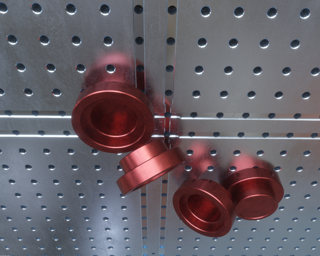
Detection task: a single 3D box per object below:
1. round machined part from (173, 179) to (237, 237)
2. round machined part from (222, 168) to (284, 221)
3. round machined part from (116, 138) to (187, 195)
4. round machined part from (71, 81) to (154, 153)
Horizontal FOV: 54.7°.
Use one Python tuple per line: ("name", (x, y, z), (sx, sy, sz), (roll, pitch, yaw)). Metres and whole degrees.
("round machined part", (0.073, 0.119, 0.484), (0.098, 0.042, 0.097), (19, 129, 26))
("round machined part", (0.150, 0.112, 0.499), (0.099, 0.042, 0.097), (0, 130, 0))
("round machined part", (-0.016, 0.049, 0.419), (0.098, 0.099, 0.042), (-35, 78, 25))
("round machined part", (-0.056, -0.017, 0.385), (0.099, 0.042, 0.097), (-1, 130, 0))
